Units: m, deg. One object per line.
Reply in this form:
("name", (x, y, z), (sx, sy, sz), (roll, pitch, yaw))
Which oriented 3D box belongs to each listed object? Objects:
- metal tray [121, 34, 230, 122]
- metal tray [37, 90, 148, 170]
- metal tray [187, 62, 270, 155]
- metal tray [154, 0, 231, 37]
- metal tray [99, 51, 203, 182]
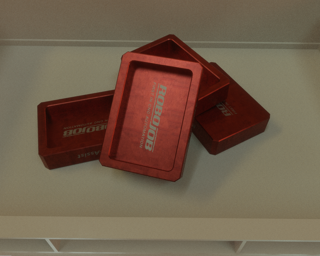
("metal tray", (0.018, -0.070, 0.420), (0.091, 0.030, 0.130), (-29, 56, -19))
("metal tray", (-0.087, -0.003, 0.403), (0.131, 0.030, 0.090), (-11, 51, -10))
("metal tray", (0.074, -0.033, 0.430), (0.091, 0.030, 0.130), (-23, 54, -19))
("metal tray", (0.063, -0.220, 0.590), (0.131, 0.030, 0.090), (12, 51, 9))
("metal tray", (-0.008, -0.013, 0.347), (0.090, 0.030, 0.129), (11, 86, 9))
